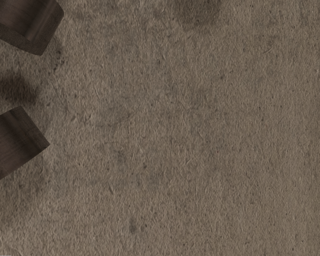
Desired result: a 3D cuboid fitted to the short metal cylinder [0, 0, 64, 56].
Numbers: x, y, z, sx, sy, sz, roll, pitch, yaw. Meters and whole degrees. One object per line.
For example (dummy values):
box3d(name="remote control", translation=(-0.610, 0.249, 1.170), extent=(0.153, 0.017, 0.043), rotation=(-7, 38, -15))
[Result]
box3d(name="short metal cylinder", translation=(-0.150, -0.119, 0.324), extent=(0.080, 0.080, 0.050), rotation=(27, 81, -18))

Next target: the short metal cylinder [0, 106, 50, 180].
box3d(name="short metal cylinder", translation=(-0.164, 0.020, 0.319), extent=(0.080, 0.080, 0.050), rotation=(-36, 102, -17))
